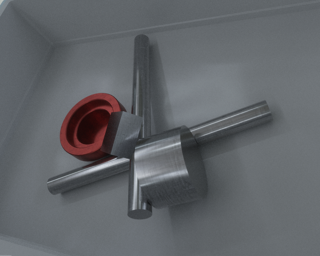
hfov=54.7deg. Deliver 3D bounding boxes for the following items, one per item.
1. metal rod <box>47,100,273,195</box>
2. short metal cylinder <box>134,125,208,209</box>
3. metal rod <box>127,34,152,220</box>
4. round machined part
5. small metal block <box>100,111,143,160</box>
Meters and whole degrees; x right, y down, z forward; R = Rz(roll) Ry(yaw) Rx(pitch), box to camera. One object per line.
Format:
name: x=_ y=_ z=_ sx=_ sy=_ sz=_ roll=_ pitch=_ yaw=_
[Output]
metal rod: x=-0.012 y=0.030 z=0.390 sx=0.301 sy=0.025 sz=0.025 roll=-20 pitch=54 yaw=15
short metal cylinder: x=0.014 y=0.042 z=0.334 sx=0.050 sy=0.080 sz=0.080 roll=-18 pitch=55 yaw=18
metal rod: x=-0.025 y=-0.027 z=0.409 sx=0.025 sy=0.025 sz=0.300 roll=-18 pitch=48 yaw=18
round machined part: x=-0.087 y=0.002 z=0.436 sx=0.098 sy=0.042 sz=0.098 roll=-13 pitch=56 yaw=20
small metal block: x=-0.047 y=0.008 z=0.369 sx=0.050 sy=0.025 sz=0.050 roll=2 pitch=76 yaw=66
